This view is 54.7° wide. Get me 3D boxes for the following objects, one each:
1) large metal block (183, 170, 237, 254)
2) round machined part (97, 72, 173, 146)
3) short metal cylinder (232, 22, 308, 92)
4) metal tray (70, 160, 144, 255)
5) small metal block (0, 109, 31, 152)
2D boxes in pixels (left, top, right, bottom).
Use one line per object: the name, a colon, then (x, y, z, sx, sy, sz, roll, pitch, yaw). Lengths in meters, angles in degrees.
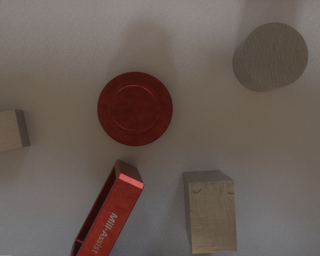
large metal block: (0.059, 0.099, 0.385, 0.050, 0.080, 0.079, -3, 90, 0)
round machined part: (-0.032, -0.025, 0.403, 0.099, 0.042, 0.097, 0, 90, -1)
short metal cylinder: (0.140, -0.089, 0.401, 0.081, 0.050, 0.079, 0, 90, -1)
metal tray: (-0.067, 0.109, 0.376, 0.030, 0.090, 0.130, 28, 90, -11)
small metal block: (-0.206, 0.005, 0.409, 0.050, 0.025, 0.050, -12, 90, -1)
